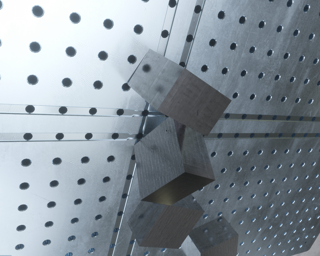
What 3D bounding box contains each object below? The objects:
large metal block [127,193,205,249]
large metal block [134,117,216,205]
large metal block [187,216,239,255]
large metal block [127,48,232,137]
[{"bbox_3d":[0.009,0.140,0.489,0.080,0.050,0.080,20,107,-36],"label":"large metal block"},{"bbox_3d":[0.015,0.043,0.394,0.050,0.080,0.080,20,135,-36],"label":"large metal block"},{"bbox_3d":[0.100,0.227,0.593,0.081,0.050,0.079,-18,126,-18],"label":"large metal block"},{"bbox_3d":[0.021,-0.042,0.361,0.080,0.080,0.050,26,101,-38],"label":"large metal block"}]
